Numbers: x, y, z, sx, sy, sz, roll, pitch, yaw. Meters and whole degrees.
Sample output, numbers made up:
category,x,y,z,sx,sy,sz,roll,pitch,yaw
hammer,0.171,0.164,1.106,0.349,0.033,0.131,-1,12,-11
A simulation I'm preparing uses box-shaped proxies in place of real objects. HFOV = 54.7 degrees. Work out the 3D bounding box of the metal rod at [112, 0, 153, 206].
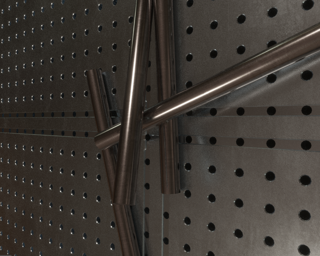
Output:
category,x,y,z,sx,sy,sz,roll,pitch,yaw
metal rod,-0.028,-0.060,0.378,0.025,0.025,0.299,-11,67,39

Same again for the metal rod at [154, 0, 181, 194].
category,x,y,z,sx,sy,sz,roll,pitch,yaw
metal rod,0.008,-0.067,0.400,0.025,0.025,0.298,-4,88,39

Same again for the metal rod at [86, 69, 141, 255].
category,x,y,z,sx,sy,sz,roll,pitch,yaw
metal rod,-0.071,0.054,0.465,0.025,0.025,0.299,-22,76,37

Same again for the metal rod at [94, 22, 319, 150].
category,x,y,z,sx,sy,sz,roll,pitch,yaw
metal rod,0.039,-0.035,0.350,0.300,0.025,0.025,-24,75,29
